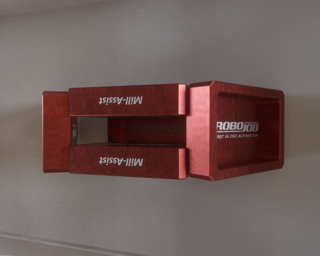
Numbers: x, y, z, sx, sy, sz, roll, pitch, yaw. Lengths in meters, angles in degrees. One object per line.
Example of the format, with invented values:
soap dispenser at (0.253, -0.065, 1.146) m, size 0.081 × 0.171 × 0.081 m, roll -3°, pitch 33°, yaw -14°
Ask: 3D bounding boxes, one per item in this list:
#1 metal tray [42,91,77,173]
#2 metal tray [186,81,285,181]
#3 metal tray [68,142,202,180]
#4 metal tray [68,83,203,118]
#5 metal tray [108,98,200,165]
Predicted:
metal tray at (-0.125, 0.003, 0.399) m, size 0.030 × 0.130 × 0.089 m, roll 0°, pitch 91°, yaw -12°
metal tray at (0.084, 0.002, 0.325) m, size 0.030 × 0.131 × 0.089 m, roll 1°, pitch 91°, yaw 49°
metal tray at (-0.024, 0.033, 0.351) m, size 0.130 × 0.090 × 0.030 m, roll 0°, pitch 90°, yaw 19°
metal tray at (-0.024, -0.027, 0.350) m, size 0.130 × 0.090 × 0.030 m, roll 0°, pitch 90°, yaw 20°
metal tray at (-0.004, 0.003, 0.408) m, size 0.130 × 0.030 × 0.089 m, roll 0°, pitch 90°, yaw 19°
